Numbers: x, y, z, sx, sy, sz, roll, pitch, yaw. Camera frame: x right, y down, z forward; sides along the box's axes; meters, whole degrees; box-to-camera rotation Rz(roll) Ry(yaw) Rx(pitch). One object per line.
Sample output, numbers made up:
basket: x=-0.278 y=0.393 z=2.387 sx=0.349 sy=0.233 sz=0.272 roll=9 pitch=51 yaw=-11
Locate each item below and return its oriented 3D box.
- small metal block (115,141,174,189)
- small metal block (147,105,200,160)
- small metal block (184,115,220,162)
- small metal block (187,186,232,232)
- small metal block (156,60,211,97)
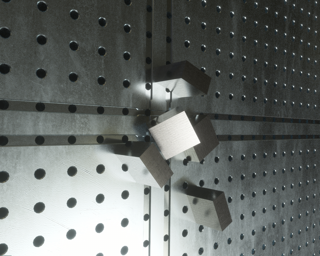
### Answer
small metal block: x=-0.019 y=0.043 z=0.376 sx=0.025 sy=0.050 sz=0.050 roll=-47 pitch=118 yaw=-29
small metal block: x=0.018 y=0.006 z=0.406 sx=0.050 sy=0.025 sz=0.050 roll=-27 pitch=112 yaw=4
small metal block: x=0.055 y=0.014 z=0.454 sx=0.050 sy=0.025 sz=0.050 roll=-37 pitch=113 yaw=-34
small metal block: x=0.072 y=0.117 z=0.452 sx=0.025 sy=0.050 sz=0.050 roll=-29 pitch=109 yaw=-36
small metal block: x=0.032 y=-0.065 z=0.418 sx=0.050 sy=0.050 sz=0.025 roll=26 pitch=74 yaw=-37
